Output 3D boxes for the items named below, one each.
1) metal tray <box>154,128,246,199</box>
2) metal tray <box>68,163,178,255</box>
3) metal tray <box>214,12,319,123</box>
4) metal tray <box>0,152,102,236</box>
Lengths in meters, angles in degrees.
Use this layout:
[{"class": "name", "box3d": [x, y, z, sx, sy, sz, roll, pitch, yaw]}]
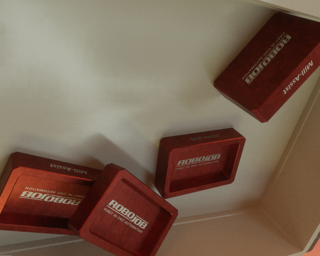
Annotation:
[{"class": "metal tray", "box3d": [0.061, 0.052, 0.470, 0.131, 0.030, 0.089, -7, 122, -25]}, {"class": "metal tray", "box3d": [-0.041, 0.116, 0.400, 0.130, 0.030, 0.090, 46, 68, -37]}, {"class": "metal tray", "box3d": [0.141, -0.080, 0.393, 0.130, 0.090, 0.030, -49, 129, 6]}, {"class": "metal tray", "box3d": [-0.132, 0.087, 0.386, 0.131, 0.030, 0.090, 20, 108, -36]}]
